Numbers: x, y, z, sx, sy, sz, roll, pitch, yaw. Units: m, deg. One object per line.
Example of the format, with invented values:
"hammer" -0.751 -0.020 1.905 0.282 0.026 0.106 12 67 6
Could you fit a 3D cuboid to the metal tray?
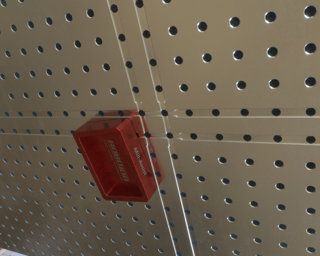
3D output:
"metal tray" -0.067 0.052 0.473 0.090 0.030 0.129 -6 116 30
